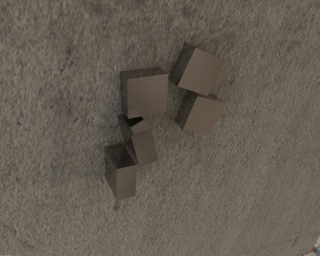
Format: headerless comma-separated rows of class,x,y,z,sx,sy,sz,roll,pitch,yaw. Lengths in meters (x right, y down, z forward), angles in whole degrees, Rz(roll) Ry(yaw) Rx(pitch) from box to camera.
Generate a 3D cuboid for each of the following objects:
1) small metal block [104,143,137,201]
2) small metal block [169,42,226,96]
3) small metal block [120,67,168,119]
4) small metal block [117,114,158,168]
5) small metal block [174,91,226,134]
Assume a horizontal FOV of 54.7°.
small metal block,-0.052,0.056,0.398,0.025,0.050,0.050,-10,123,-23
small metal block,0.046,-0.073,0.389,0.050,0.025,0.050,13,112,-34
small metal block,-0.019,-0.043,0.371,0.050,0.025,0.050,-12,124,-22
small metal block,-0.028,0.012,0.384,0.025,0.050,0.050,-22,127,-16
small metal block,0.055,-0.022,0.425,0.050,0.025,0.050,9,114,-33
